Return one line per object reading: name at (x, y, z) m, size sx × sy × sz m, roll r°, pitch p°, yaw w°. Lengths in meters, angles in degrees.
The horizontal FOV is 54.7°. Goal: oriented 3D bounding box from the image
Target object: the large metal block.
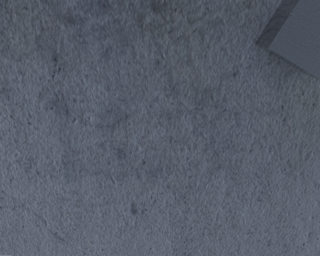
large metal block at (0.173, -0.111, 0.358) m, size 0.080 × 0.050 × 0.080 m, roll 27°, pitch 108°, yaw -10°
